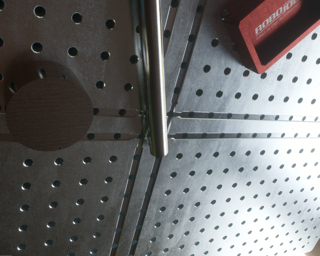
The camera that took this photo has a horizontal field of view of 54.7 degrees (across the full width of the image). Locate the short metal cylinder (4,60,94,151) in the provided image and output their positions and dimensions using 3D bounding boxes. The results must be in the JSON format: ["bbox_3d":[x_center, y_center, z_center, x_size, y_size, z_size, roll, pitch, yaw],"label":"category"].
[{"bbox_3d":[-0.115,-0.023,0.318,0.081,0.050,0.079,-14,124,-21],"label":"short metal cylinder"}]

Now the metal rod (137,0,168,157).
[{"bbox_3d":[-0.009,-0.092,0.349,0.025,0.025,0.298,-17,125,-19],"label":"metal rod"}]

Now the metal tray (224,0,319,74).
[{"bbox_3d":[0.155,-0.145,0.402,0.130,0.030,0.090,-41,130,-1],"label":"metal tray"}]
